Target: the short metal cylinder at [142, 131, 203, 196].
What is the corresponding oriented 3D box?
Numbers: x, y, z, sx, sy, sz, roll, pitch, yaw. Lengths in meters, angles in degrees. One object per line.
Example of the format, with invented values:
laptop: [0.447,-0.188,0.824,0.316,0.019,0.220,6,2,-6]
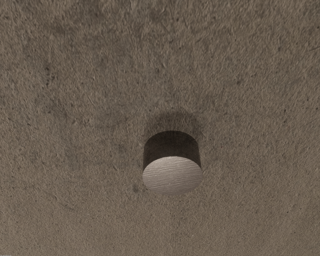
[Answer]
short metal cylinder: [0.017,0.050,0.434,0.081,0.050,0.079,0,130,0]
